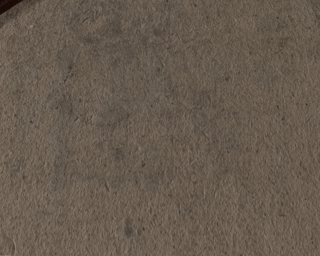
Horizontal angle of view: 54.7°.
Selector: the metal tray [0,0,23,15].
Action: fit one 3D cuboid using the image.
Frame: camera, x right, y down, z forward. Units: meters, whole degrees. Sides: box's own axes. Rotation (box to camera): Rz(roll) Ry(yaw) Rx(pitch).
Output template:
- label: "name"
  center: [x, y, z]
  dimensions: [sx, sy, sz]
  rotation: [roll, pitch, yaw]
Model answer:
- label: "metal tray"
  center: [-0.259, -0.230, 0.486]
  dimensions: [0.130, 0.030, 0.090]
  rotation: [-42, 76, -14]
